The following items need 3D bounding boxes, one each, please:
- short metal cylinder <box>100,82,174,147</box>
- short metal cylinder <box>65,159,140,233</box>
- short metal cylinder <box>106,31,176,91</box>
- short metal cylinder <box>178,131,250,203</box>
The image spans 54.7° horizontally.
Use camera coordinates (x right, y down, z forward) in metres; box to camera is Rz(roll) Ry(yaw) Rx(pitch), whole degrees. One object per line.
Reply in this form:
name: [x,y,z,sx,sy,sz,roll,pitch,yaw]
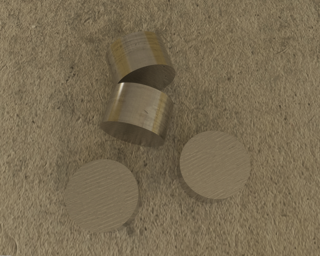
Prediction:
short metal cylinder: [-0.027,-0.014,0.384,0.080,0.080,0.050,13,71,5]
short metal cylinder: [-0.064,0.081,0.364,0.081,0.050,0.080,0,70,0]
short metal cylinder: [-0.026,-0.081,0.408,0.080,0.080,0.050,-17,71,-6]
short metal cylinder: [0.063,0.049,0.377,0.081,0.050,0.080,0,70,0]
